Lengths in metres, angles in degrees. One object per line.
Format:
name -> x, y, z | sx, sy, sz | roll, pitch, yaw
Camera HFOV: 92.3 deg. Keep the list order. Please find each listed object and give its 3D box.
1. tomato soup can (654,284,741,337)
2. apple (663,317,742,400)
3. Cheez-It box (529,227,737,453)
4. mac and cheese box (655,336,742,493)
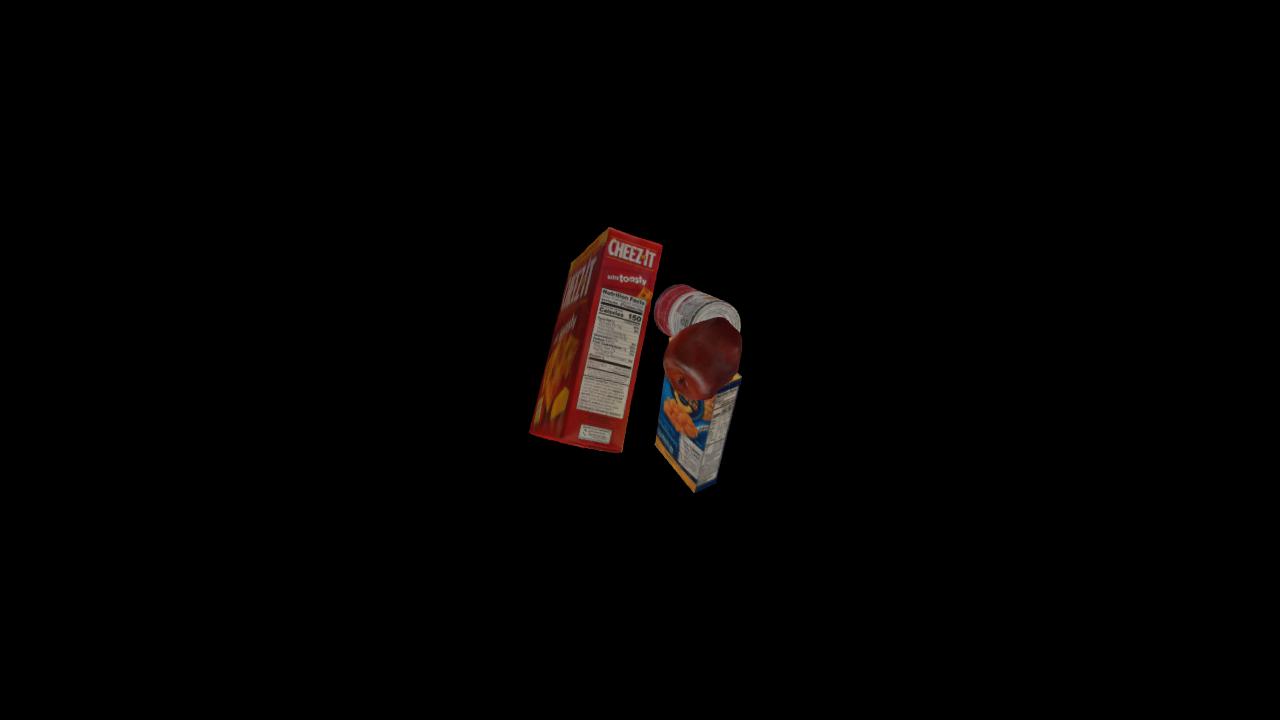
tomato soup can -> 0.066, -0.048, 0.724 | 0.068, 0.068, 0.101 | 0, 16, -23
apple -> 0.068, -0.002, 0.648 | 0.079, 0.079, 0.093 | 0, 38, 51
Cheez-It box -> -0.053, -0.016, 0.682 | 0.071, 0.223, 0.166 | 15, -9, -19
mac and cheese box -> 0.063, 0.064, 0.720 | 0.041, 0.184, 0.093 | -19, 47, -24
